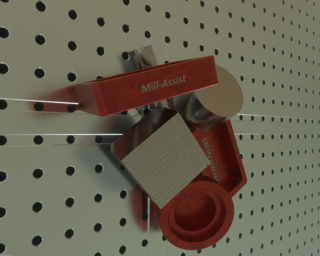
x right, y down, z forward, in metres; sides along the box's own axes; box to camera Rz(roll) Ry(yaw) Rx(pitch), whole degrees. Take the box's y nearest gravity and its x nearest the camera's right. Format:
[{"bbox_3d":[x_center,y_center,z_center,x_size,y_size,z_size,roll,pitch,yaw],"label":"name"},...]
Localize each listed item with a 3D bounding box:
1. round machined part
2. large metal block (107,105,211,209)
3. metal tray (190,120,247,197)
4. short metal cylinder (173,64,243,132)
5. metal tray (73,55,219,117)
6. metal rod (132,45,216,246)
[{"bbox_3d":[0.044,0.108,0.413,0.099,0.042,0.097,-3,104,-10],"label":"round machined part"},{"bbox_3d":[-0.001,0.032,0.364,0.080,0.050,0.080,-40,117,-13],"label":"large metal block"},{"bbox_3d":[0.082,0.048,0.470,0.091,0.030,0.129,-32,110,-36],"label":"metal tray"},{"bbox_3d":[0.066,-0.041,0.424,0.081,0.050,0.080,12,62,-23],"label":"short metal cylinder"},{"bbox_3d":[-0.016,-0.047,0.330,0.131,0.090,0.030,-18,104,-24],"label":"metal tray"},{"bbox_3d":[0.026,0.035,0.426,0.025,0.025,0.298,-32,110,-36],"label":"metal rod"}]
